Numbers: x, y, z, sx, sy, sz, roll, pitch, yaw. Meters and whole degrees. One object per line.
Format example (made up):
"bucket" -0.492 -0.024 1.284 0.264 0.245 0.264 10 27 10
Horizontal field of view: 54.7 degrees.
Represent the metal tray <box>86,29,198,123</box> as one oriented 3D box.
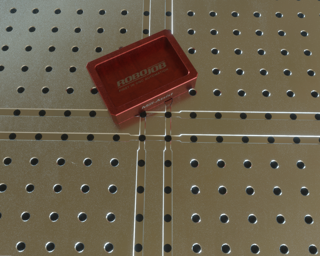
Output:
"metal tray" -0.025 -0.074 0.435 0.131 0.030 0.090 -26 72 -10
